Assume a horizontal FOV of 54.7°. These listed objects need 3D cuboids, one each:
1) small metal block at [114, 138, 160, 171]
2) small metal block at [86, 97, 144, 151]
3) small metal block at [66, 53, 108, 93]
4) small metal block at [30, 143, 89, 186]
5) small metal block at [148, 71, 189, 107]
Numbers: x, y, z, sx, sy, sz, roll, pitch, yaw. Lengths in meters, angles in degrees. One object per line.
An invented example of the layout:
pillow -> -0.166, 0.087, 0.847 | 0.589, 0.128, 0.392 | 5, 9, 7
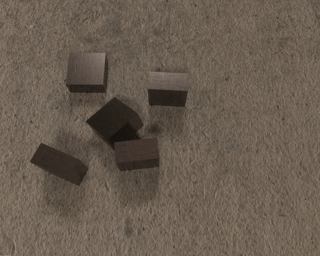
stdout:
small metal block -> -0.027, 0.034, 0.382 | 0.050, 0.050, 0.025 | -6, 71, -3
small metal block -> -0.058, -0.006, 0.400 | 0.050, 0.025, 0.050 | -43, 52, -15
small metal block -> -0.101, -0.077, 0.435 | 0.050, 0.025, 0.050 | 0, 70, 0
small metal block -> -0.121, 0.046, 0.377 | 0.050, 0.050, 0.025 | 22, 72, 7
small metal block -> 0.011, -0.051, 0.414 | 0.050, 0.050, 0.025 | 3, 70, 1
